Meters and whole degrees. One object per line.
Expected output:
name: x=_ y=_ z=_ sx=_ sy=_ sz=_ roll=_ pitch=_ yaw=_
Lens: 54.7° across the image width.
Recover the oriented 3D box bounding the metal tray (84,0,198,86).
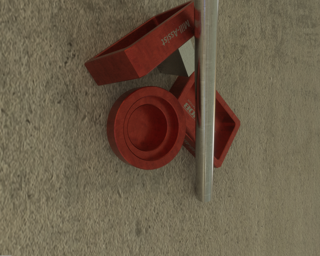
metal tray: x=-0.012 y=-0.099 z=0.354 sx=0.131 sy=0.090 sz=0.030 roll=-45 pitch=118 yaw=-31

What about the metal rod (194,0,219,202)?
metal rod: x=0.056 y=-0.021 z=0.386 sx=0.025 sy=0.025 sz=0.298 roll=-33 pitch=132 yaw=-35

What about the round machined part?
round machined part: x=-0.020 y=-0.001 z=0.376 sx=0.099 sy=0.042 sz=0.097 roll=-3 pitch=95 yaw=-34

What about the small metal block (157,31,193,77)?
small metal block: x=0.017 y=-0.096 z=0.399 sx=0.025 sy=0.050 sz=0.050 roll=-49 pitch=134 yaw=-26

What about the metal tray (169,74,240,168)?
metal tray: x=0.061 y=-0.013 z=0.457 sx=0.130 sy=0.030 sz=0.090 roll=45 pitch=63 yaw=-31
